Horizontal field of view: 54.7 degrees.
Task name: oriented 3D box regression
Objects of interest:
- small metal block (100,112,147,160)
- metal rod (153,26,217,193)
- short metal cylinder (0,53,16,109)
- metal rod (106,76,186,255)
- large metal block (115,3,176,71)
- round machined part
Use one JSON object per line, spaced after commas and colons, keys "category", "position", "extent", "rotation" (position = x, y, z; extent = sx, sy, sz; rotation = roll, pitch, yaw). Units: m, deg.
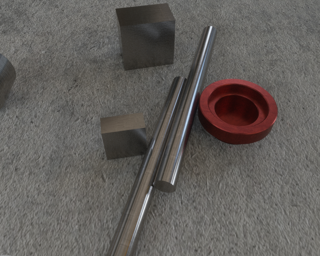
{"category": "small metal block", "position": [-0.043, 0.011, 0.377], "extent": [0.050, 0.050, 0.025], "rotation": [-8, 48, -7]}
{"category": "metal rod", "position": [0.044, -0.048, 0.426], "extent": [0.025, 0.025, 0.300], "rotation": [12, 51, 9]}
{"category": "short metal cylinder", "position": [-0.245, -0.065, 0.419], "extent": [0.081, 0.080, 0.050], "rotation": [0, 50, 0]}
{"category": "metal rod", "position": [-0.009, 0.044, 0.366], "extent": [0.025, 0.025, 0.300], "rotation": [12, 51, 10]}
{"category": "large metal block", "position": [-0.023, -0.142, 0.487], "extent": [0.081, 0.080, 0.050], "rotation": [-10, 51, -9]}
{"category": "round machined part", "position": [0.099, -0.017, 0.408], "extent": [0.099, 0.042, 0.098], "rotation": [1, 50, 0]}
